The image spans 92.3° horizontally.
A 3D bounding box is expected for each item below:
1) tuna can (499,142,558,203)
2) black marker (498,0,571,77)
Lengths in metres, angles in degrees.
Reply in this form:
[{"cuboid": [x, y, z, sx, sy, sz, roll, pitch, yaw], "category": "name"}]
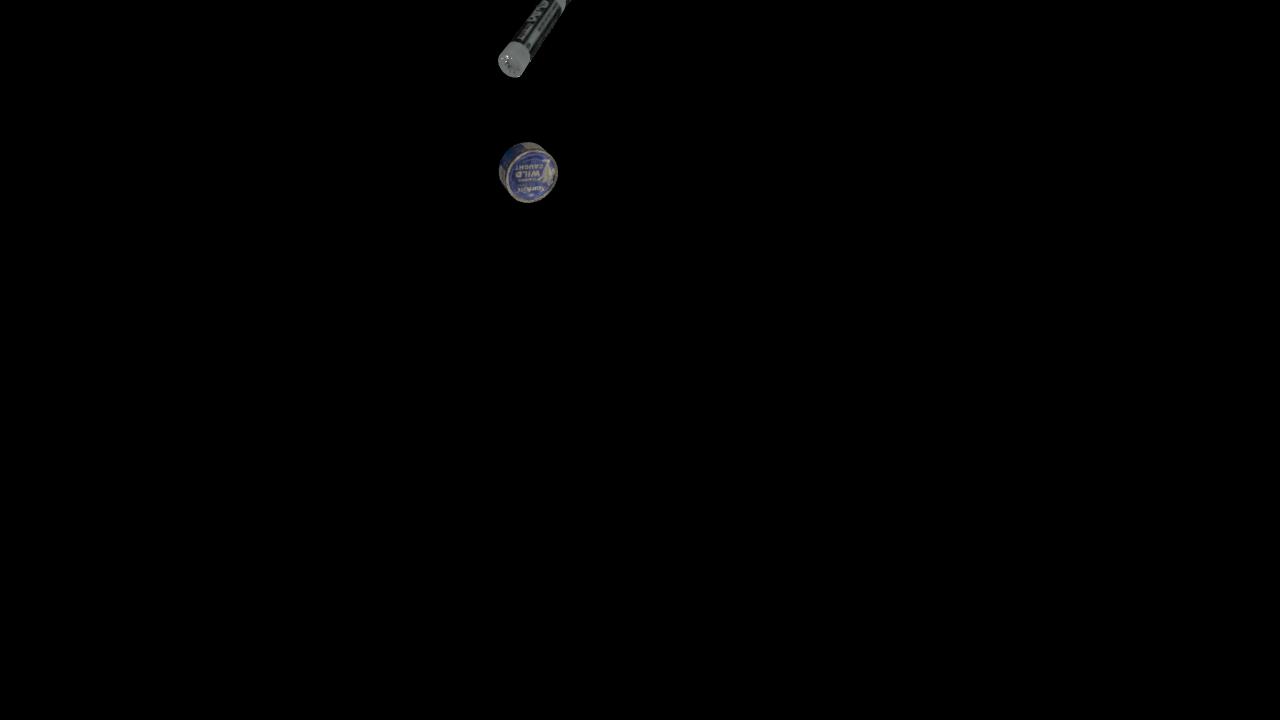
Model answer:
[{"cuboid": [-0.168, -0.280, 0.920, 0.084, 0.084, 0.034, 0, 38, -42], "category": "tuna can"}, {"cuboid": [-0.074, -0.255, 0.463, 0.020, 0.121, 0.020, 14, -31, 9], "category": "black marker"}]
